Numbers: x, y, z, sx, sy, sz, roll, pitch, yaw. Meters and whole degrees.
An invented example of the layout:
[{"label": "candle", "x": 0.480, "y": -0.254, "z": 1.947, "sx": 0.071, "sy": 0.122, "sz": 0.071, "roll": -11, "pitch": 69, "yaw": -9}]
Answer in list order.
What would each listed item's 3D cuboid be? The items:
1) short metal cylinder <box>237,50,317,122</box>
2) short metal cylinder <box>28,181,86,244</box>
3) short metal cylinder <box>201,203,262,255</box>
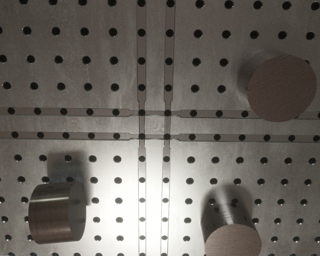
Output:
[{"label": "short metal cylinder", "x": 0.141, "y": -0.053, "z": 0.383, "sx": 0.081, "sy": 0.050, "sz": 0.079, "roll": 0, "pitch": 110, "yaw": -1}, {"label": "short metal cylinder", "x": -0.137, "y": 0.115, "z": 0.425, "sx": 0.050, "sy": 0.080, "sz": 0.079, "roll": -6, "pitch": 110, "yaw": 2}, {"label": "short metal cylinder", "x": 0.103, "y": 0.160, "z": 0.461, "sx": 0.081, "sy": 0.050, "sz": 0.079, "roll": 0, "pitch": 110, "yaw": -1}]
